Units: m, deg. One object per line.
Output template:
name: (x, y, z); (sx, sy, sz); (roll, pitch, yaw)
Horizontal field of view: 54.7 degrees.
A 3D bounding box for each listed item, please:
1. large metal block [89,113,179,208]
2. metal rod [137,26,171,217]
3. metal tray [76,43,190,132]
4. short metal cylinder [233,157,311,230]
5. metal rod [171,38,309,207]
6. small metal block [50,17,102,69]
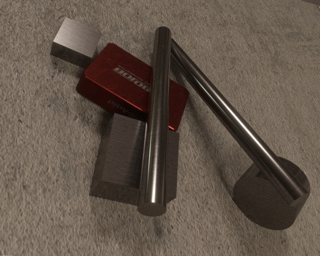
large metal block: (-0.027, 0.040, 0.350); (0.081, 0.050, 0.080); (18, 55, -19)
metal rod: (-0.001, -0.037, 0.371); (0.025, 0.025, 0.300); (20, 43, -17)
metal tray: (-0.030, -0.048, 0.406); (0.130, 0.030, 0.090); (31, 42, -9)
short metal cylinder: (0.142, 0.082, 0.397); (0.080, 0.080, 0.050); (50, 51, 6)
metal rod: (0.081, -0.028, 0.412); (0.025, 0.025, 0.300); (-8, 49, -32)
small metal block: (-0.111, -0.113, 0.414); (0.050, 0.025, 0.050); (21, 54, -16)
